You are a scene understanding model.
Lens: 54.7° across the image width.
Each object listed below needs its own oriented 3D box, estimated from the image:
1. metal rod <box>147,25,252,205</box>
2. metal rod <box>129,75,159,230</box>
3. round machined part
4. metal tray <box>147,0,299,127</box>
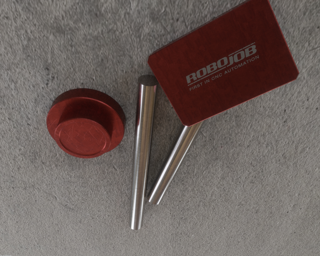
[{"bbox_3d":[0.037,0.006,0.412,0.025,0.025,0.298,14,129,-12],"label":"metal rod"},{"bbox_3d":[-0.028,0.058,0.455,0.025,0.025,0.298,4,130,-4],"label":"metal rod"},{"bbox_3d":[-0.095,0.001,0.396,0.099,0.042,0.097,-1,130,0],"label":"round machined part"},{"bbox_3d":[0.065,-0.067,0.329,0.130,0.030,0.090,-25,107,19],"label":"metal tray"}]
